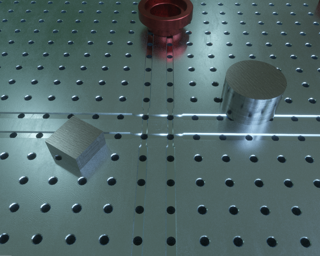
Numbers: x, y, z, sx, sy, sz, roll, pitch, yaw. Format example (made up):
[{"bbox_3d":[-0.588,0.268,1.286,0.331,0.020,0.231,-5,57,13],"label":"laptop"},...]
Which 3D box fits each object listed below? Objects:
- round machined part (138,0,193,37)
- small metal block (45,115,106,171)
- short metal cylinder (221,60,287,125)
[{"bbox_3d":[0.010,-0.205,0.569,0.099,0.042,0.098,0,50,0],"label":"round machined part"},{"bbox_3d":[-0.106,0.018,0.392,0.050,0.025,0.050,26,55,20],"label":"small metal block"},{"bbox_3d":[0.129,-0.050,0.434,0.081,0.050,0.080,0,50,0],"label":"short metal cylinder"}]
